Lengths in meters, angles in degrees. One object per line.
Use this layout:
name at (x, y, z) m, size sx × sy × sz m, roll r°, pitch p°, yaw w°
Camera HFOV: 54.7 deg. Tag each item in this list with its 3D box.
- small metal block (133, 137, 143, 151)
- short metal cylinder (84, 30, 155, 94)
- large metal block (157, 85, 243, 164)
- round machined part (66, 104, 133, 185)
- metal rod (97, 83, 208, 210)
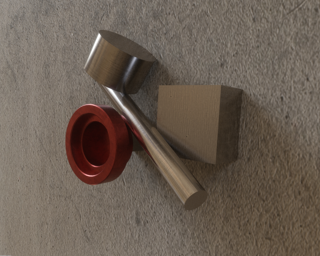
small metal block at (-0.045, 0.007, 0.426) m, size 0.025 × 0.050 × 0.050 m, roll -3°, pitch 89°, yaw 40°
short metal cylinder at (-0.053, -0.088, 0.413) m, size 0.080 × 0.081 × 0.050 m, roll 45°, pitch 117°, yaw 30°
large metal block at (0.043, -0.006, 0.353) m, size 0.080 × 0.050 × 0.079 m, roll 6°, pitch 94°, yaw 39°
round machined part at (-0.072, 0.019, 0.388) m, size 0.098 × 0.042 × 0.097 m, roll 2°, pitch 92°, yaw 39°
metal rod at (-0.036, -0.017, 0.385) m, size 0.300 × 0.025 × 0.025 m, roll 51°, pitch 121°, yaw 44°
